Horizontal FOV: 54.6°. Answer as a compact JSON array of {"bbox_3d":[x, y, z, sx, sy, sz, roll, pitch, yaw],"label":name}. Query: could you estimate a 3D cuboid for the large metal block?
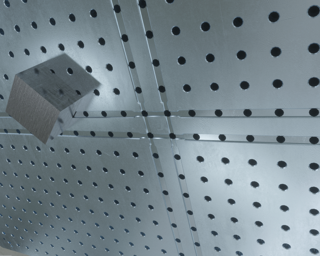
[{"bbox_3d":[-0.175,-0.036,0.467,0.080,0.050,0.080,40,129,1],"label":"large metal block"}]
